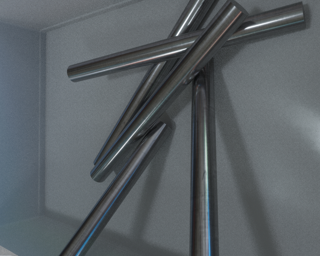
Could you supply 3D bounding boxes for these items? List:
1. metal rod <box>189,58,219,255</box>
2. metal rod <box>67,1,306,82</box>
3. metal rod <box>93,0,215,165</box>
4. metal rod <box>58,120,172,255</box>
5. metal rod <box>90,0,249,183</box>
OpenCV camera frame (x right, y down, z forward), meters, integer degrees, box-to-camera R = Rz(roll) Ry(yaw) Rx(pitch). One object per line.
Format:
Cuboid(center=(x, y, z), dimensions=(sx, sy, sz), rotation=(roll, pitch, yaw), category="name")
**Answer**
Cuboid(center=(0.042, 0.051, 0.294), dimensions=(0.025, 0.025, 0.299), rotation=(-21, 53, 38), category="metal rod")
Cuboid(center=(0.007, -0.093, 0.368), dimensions=(0.300, 0.025, 0.025), rotation=(-7, 86, 29), category="metal rod")
Cuboid(center=(-0.015, -0.055, 0.417), dimensions=(0.025, 0.025, 0.298), rotation=(49, 118, 28), category="metal rod")
Cuboid(center=(-0.079, 0.116, 0.368), dimensions=(0.025, 0.025, 0.300), rotation=(25, 72, 37), category="metal rod")
Cuboid(center=(-0.008, -0.022, 0.375), dimensions=(0.298, 0.025, 0.025), rotation=(-48, 62, 34), category="metal rod")
